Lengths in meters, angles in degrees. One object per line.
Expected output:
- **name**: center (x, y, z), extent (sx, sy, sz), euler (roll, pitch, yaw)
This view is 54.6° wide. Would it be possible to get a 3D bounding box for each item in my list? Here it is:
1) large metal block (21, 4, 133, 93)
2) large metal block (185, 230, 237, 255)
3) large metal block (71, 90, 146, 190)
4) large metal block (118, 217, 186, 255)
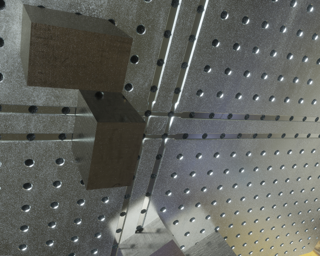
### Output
- **large metal block**: center (-0.081, -0.074, 0.285), extent (0.081, 0.080, 0.050), euler (1, 118, -29)
- **large metal block**: center (0.103, 0.258, 0.590), extent (0.080, 0.080, 0.050), euler (-31, 129, -8)
- **large metal block**: center (-0.062, 0.011, 0.348), extent (0.050, 0.080, 0.079), euler (0, 118, -28)
- **large metal block**: center (-0.009, 0.209, 0.518), extent (0.080, 0.050, 0.080), euler (-34, 129, -6)
